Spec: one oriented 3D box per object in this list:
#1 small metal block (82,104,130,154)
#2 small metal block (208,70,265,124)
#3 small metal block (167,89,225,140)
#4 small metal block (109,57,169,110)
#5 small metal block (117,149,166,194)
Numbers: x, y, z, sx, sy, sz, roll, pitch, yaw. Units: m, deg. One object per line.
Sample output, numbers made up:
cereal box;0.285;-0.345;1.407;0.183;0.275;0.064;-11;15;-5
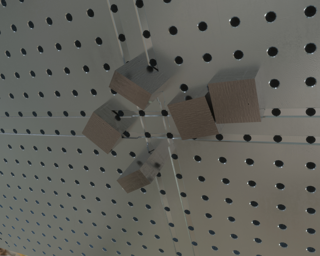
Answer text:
small metal block;-0.079;0.002;0.453;0.050;0.025;0.050;39;129;1
small metal block;0.086;-0.033;0.345;0.050;0.025;0.050;-3;117;29
small metal block;0.044;-0.016;0.377;0.050;0.025;0.050;-11;113;32
small metal block;-0.024;-0.055;0.373;0.050;0.050;0.025;34;129;5
small metal block;-0.027;0.062;0.446;0.050;0.050;0.025;-30;102;37
